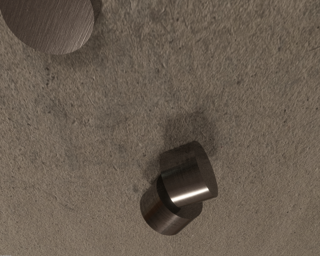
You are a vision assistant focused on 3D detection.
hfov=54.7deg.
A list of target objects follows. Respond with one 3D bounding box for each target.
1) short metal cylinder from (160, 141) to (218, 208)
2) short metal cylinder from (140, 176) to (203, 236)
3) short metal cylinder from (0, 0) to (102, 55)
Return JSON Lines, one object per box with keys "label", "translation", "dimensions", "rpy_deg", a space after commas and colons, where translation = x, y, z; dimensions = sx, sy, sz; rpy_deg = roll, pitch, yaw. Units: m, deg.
{"label": "short metal cylinder", "translation": [0.041, 0.064, 0.426], "dimensions": [0.050, 0.080, 0.080], "rpy_deg": [-22, 127, 17]}
{"label": "short metal cylinder", "translation": [0.017, 0.113, 0.468], "dimensions": [0.080, 0.080, 0.050], "rpy_deg": [24, 126, -19]}
{"label": "short metal cylinder", "translation": [-0.098, -0.117, 0.290], "dimensions": [0.081, 0.050, 0.079], "rpy_deg": [0, 130, 0]}
